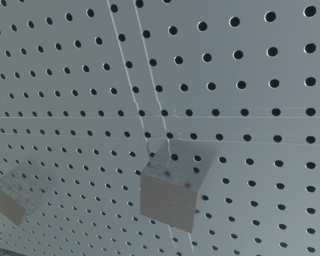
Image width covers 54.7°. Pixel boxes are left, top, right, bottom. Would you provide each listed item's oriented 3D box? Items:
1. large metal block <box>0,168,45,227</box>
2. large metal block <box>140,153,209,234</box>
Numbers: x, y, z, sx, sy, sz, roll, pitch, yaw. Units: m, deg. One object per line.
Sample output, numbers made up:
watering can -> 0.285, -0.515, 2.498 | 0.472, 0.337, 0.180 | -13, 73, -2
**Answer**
large metal block -> -0.295, 0.144, 0.636 | 0.080, 0.050, 0.080 | 38, 129, 2
large metal block -> 0.019, 0.091, 0.440 | 0.080, 0.050, 0.079 | 15, 125, 19
